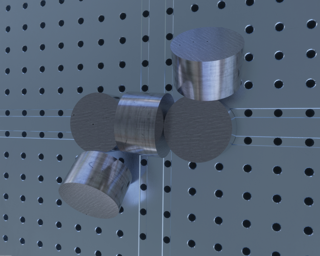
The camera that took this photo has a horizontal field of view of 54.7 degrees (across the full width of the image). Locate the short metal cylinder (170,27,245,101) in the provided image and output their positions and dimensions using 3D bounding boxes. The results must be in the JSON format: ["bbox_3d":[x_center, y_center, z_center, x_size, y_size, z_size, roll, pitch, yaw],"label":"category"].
[{"bbox_3d":[0.054,-0.075,0.357,0.080,0.080,0.050,9,135,19],"label":"short metal cylinder"}]

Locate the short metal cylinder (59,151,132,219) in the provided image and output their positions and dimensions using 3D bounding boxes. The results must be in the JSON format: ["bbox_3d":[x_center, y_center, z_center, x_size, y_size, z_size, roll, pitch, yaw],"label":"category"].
[{"bbox_3d":[-0.083,0.075,0.405,0.080,0.050,0.080,11,137,11],"label":"short metal cylinder"}]

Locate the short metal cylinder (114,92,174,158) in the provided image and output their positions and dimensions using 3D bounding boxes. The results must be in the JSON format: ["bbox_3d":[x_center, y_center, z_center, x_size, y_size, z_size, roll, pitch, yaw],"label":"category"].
[{"bbox_3d":[-0.016,-0.005,0.388,0.050,0.080,0.079,5,92,19],"label":"short metal cylinder"}]

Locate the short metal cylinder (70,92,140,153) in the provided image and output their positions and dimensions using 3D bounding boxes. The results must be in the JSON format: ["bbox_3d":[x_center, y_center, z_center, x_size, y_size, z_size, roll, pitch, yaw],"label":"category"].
[{"bbox_3d":[-0.073,-0.006,0.423,0.080,0.050,0.079,0,90,19],"label":"short metal cylinder"}]

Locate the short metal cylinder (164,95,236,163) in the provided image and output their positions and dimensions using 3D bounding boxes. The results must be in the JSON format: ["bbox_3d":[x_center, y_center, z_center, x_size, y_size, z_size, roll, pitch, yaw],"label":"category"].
[{"bbox_3d":[0.051,0.000,0.380,0.080,0.050,0.079,0,90,19],"label":"short metal cylinder"}]
